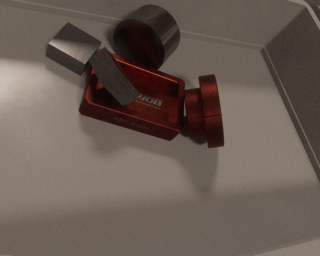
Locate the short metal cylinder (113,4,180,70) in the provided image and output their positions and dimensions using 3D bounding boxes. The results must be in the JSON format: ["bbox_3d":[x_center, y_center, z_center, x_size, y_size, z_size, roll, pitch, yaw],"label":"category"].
[{"bbox_3d":[-0.018,-0.126,0.439,0.080,0.080,0.050,38,51,-3],"label":"short metal cylinder"}]

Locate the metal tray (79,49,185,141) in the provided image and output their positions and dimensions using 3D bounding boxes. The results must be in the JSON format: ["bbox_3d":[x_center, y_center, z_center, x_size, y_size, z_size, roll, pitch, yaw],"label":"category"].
[{"bbox_3d":[-0.032,-0.043,0.412,0.131,0.030,0.090,17,55,-19],"label":"metal tray"}]

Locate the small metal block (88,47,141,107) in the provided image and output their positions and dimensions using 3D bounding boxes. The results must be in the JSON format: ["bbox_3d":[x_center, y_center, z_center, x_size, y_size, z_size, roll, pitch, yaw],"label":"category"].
[{"bbox_3d":[-0.054,-0.061,0.370,0.050,0.025,0.050,48,8,-51],"label":"small metal block"}]

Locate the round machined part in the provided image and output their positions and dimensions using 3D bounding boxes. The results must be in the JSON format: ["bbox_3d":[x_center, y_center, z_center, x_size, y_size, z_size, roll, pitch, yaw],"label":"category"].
[{"bbox_3d":[0.058,-0.021,0.417,0.042,0.098,0.098,-8,60,8],"label":"round machined part"}]

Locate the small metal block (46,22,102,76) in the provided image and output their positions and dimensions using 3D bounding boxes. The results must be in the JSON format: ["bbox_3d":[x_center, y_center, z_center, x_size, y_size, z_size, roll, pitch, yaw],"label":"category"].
[{"bbox_3d":[-0.113,-0.105,0.409,0.050,0.025,0.050,29,52,-10],"label":"small metal block"}]
